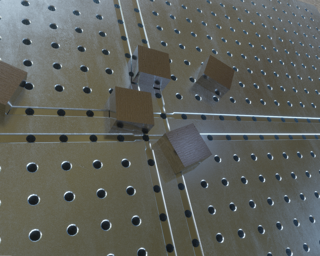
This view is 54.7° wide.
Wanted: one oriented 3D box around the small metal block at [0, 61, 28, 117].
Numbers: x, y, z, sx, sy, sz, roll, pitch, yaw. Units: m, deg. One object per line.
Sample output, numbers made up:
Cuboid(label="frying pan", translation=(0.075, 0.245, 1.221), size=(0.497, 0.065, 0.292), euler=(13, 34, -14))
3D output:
Cuboid(label="small metal block", translation=(-0.182, -0.047, 0.339), size=(0.050, 0.025, 0.050), euler=(24, 53, -14))

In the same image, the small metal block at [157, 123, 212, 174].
Cuboid(label="small metal block", translation=(0.033, 0.027, 0.411), size=(0.050, 0.025, 0.050), euler=(-19, 72, -36))

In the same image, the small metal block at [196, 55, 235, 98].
Cuboid(label="small metal block", translation=(0.092, -0.086, 0.512), size=(0.050, 0.025, 0.050), euler=(30, 52, -10))

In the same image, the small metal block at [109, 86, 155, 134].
Cuboid(label="small metal block", translation=(-0.037, -0.023, 0.403), size=(0.050, 0.025, 0.050), euler=(8, 58, -25))

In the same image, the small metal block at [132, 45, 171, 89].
Cuboid(label="small metal block", translation=(-0.013, -0.090, 0.457), size=(0.050, 0.025, 0.050), euler=(10, 57, -23))
